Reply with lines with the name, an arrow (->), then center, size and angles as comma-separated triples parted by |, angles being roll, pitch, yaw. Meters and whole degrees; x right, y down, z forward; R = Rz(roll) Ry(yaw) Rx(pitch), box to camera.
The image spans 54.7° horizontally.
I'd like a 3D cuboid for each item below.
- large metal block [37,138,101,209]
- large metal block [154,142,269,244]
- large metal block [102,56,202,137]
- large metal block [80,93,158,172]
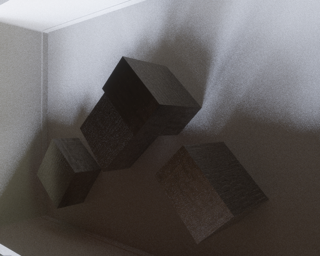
large metal block -> -0.154, 0.073, 0.518 | 0.080, 0.050, 0.080 | 46, 117, 30
large metal block -> 0.055, 0.063, 0.326 | 0.050, 0.081, 0.080 | -50, 61, 29
large metal block -> -0.010, -0.037, 0.379 | 0.050, 0.081, 0.080 | -51, 60, 28
large metal block -> -0.058, 0.004, 0.439 | 0.080, 0.050, 0.080 | -49, 61, 29
